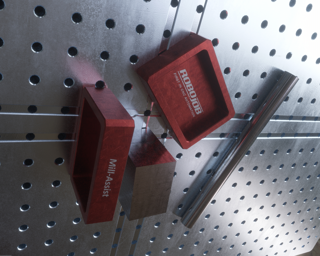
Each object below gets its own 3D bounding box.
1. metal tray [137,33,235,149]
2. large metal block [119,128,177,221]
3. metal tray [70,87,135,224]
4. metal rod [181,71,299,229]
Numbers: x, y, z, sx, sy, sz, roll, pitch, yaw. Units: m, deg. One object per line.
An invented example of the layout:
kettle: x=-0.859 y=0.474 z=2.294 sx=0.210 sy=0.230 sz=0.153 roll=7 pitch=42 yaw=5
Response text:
metal tray: x=0.039 y=-0.043 z=0.402 sx=0.090 sy=0.030 sz=0.130 roll=-34 pitch=129 yaw=-6
large metal block: x=-0.026 y=0.056 z=0.396 sx=0.050 sy=0.080 sz=0.079 roll=-5 pitch=121 yaw=-26
metal tray: x=-0.070 y=0.030 z=0.349 sx=0.030 sy=0.090 sz=0.129 roll=1 pitch=118 yaw=-29
metal rod: x=0.123 y=0.043 z=0.504 sx=0.025 sy=0.025 sz=0.299 roll=22 pitch=107 yaw=-36
